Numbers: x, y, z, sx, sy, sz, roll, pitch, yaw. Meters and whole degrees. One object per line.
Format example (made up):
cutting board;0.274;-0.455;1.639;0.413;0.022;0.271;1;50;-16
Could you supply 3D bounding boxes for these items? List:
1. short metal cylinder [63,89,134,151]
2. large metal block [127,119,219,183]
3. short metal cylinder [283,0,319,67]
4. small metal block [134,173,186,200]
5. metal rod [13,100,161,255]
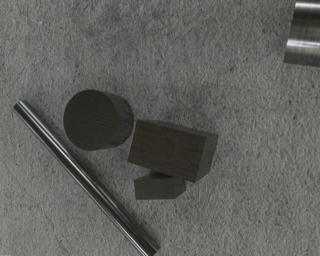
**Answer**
short metal cylinder;-0.083;-0.010;0.424;0.080;0.050;0.079;0;90;19
large metal block;0.019;0.024;0.372;0.080;0.080;0.050;15;95;19
short metal cylinder;0.163;-0.105;0.322;0.050;0.080;0.079;12;94;19
small metal block;0.001;0.073;0.395;0.050;0.050;0.025;-6;88;19
metal rod;-0.113;0.067;0.447;0.300;0.025;0.025;44;103;14
